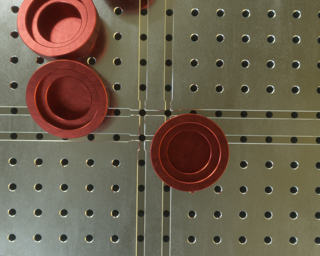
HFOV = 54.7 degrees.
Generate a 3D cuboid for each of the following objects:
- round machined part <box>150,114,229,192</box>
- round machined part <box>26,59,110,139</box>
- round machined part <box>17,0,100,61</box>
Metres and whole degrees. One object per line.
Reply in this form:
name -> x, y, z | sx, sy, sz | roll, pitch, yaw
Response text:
round machined part -> 0.037, 0.031, 0.405 | 0.099, 0.042, 0.097 | 0, 90, -1
round machined part -> -0.113, -0.039, 0.395 | 0.099, 0.042, 0.097 | 0, 106, -1
round machined part -> -0.126, -0.131, 0.398 | 0.099, 0.042, 0.097 | 0, 82, 2
